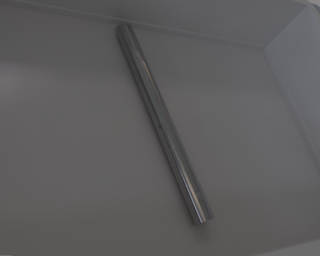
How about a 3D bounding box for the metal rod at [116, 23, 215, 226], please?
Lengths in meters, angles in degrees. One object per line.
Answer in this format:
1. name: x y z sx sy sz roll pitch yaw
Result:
1. metal rod: -0.001 -0.019 0.416 0.025 0.025 0.299 -9 67 -32
